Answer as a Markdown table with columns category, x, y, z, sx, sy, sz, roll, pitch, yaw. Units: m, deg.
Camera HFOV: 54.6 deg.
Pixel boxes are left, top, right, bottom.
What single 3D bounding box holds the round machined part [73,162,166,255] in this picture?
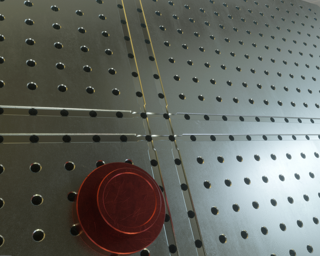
| category | x | y | z | sx | sy | sz | roll | pitch | yaw |
| --- | --- | --- | --- | --- | --- | --- | --- | --- | --- |
| round machined part | -0.038 | 0.081 | 0.327 | 0.099 | 0.042 | 0.098 | 13 | 56 | -21 |
